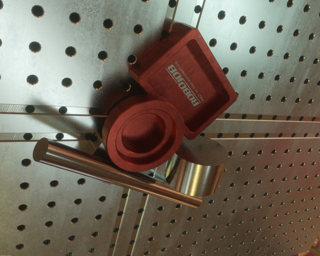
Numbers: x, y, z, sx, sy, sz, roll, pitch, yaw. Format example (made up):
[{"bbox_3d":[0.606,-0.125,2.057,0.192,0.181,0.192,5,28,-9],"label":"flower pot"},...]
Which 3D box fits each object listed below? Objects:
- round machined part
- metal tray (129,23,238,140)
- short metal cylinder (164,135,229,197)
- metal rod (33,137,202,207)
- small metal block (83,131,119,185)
[{"bbox_3d":[-0.023,0.002,0.380,0.099,0.042,0.097,-13,123,-20],"label":"round machined part"},{"bbox_3d":[0.035,-0.054,0.394,0.090,0.030,0.130,-43,129,0],"label":"metal tray"},{"bbox_3d":[0.050,0.050,0.434,0.081,0.080,0.050,-4,120,-27],"label":"short metal cylinder"},{"bbox_3d":[-0.029,0.072,0.415,0.025,0.025,0.301,-51,138,8],"label":"metal rod"},{"bbox_3d":[-0.072,0.039,0.398,0.050,0.025,0.050,32,100,-39],"label":"small metal block"}]
